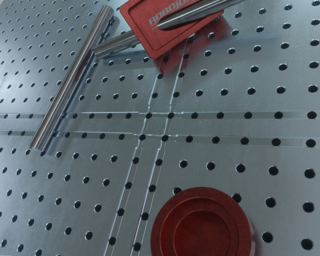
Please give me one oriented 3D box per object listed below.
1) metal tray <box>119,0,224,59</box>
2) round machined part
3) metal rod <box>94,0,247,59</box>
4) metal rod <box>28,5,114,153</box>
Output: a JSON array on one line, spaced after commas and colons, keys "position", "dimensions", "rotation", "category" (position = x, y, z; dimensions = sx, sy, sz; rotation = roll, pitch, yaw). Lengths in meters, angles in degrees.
[{"position": [0.017, -0.175, 0.463], "dimensions": [0.130, 0.090, 0.030], "rotation": [-33, 15, 6], "category": "metal tray"}, {"position": [0.044, 0.111, 0.305], "dimensions": [0.098, 0.042, 0.098], "rotation": [-13, 56, 20], "category": "round machined part"}, {"position": [0.019, -0.163, 0.471], "dimensions": [0.300, 0.025, 0.025], "rotation": [-13, 56, 29], "category": "metal rod"}, {"position": [-0.148, -0.097, 0.542], "dimensions": [0.025, 0.025, 0.300], "rotation": [7, 65, 31], "category": "metal rod"}]
